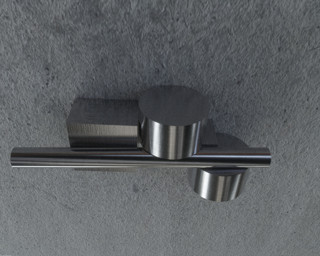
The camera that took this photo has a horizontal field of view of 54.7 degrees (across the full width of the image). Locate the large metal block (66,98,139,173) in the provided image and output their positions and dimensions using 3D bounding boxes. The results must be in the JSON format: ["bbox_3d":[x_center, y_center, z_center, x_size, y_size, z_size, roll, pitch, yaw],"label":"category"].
[{"bbox_3d":[-0.068,0.010,0.396,0.081,0.050,0.079,2,130,-3],"label":"large metal block"}]

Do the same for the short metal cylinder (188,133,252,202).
[{"bbox_3d":[0.079,0.051,0.417,0.081,0.080,0.050,0,130,-1],"label":"short metal cylinder"}]

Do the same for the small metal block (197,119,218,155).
[{"bbox_3d":[0.045,0.013,0.402,0.050,0.050,0.025,1,130,-1],"label":"small metal block"}]

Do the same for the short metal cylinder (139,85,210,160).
[{"bbox_3d":[0.015,-0.009,0.366,0.081,0.080,0.050,2,130,-2],"label":"short metal cylinder"}]

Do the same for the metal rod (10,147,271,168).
[{"bbox_3d":[-0.020,0.036,0.372,0.302,0.025,0.025,0,130,-2],"label":"metal rod"}]
